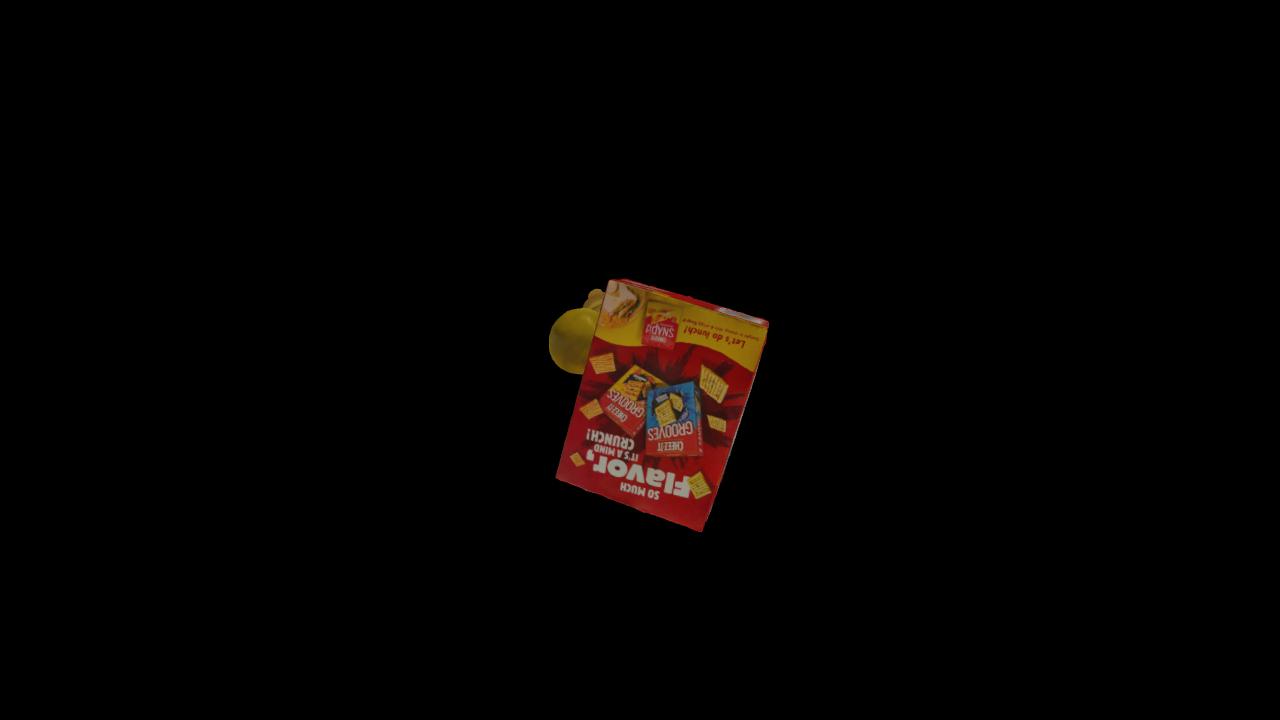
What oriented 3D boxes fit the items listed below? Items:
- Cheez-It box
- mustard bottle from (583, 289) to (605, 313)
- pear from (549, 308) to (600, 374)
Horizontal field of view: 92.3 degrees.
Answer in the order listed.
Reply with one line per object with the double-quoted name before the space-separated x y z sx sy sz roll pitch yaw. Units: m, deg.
"Cheez-It box" 0.023 0.043 0.637 0.166 0.223 0.071 18 11 11
"mustard bottle" -0.030 -0.017 0.708 0.054 0.184 0.092 18 -53 -38
"pear" -0.050 -0.005 0.689 0.111 0.080 0.080 47 20 20
